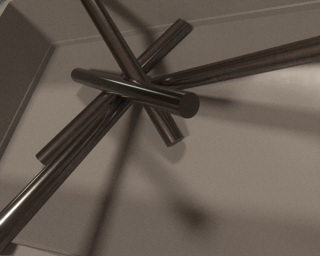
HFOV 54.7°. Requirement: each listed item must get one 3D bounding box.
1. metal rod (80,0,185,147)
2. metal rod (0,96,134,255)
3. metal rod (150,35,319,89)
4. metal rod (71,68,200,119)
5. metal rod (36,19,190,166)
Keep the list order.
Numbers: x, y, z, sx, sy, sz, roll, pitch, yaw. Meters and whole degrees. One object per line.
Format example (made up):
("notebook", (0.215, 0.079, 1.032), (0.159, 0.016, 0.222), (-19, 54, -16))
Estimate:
("metal rod", (-0.055, -0.107, 0.421), (0.025, 0.025, 0.299), (-33, 76, 7))
("metal rod", (-0.090, 0.019, 0.358), (0.025, 0.025, 0.301), (1, 36, 28))
("metal rod", (0.101, -0.072, 0.355), (0.300, 0.025, 0.025), (-7, 58, 39))
("metal rod", (-0.056, -0.055, 0.406), (0.025, 0.025, 0.300), (-54, 36, -10))
("metal rod", (-0.070, -0.056, 0.474), (0.300, 0.025, 0.025), (-44, 51, -3))
